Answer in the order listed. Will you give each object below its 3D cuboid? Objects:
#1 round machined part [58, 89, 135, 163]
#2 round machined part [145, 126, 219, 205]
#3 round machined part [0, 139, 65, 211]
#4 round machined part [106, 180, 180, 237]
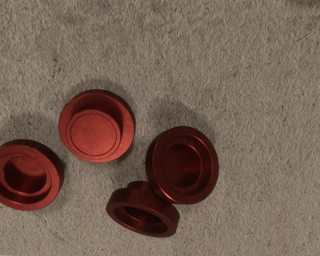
[{"bbox_3d":[-0.082,0.002,0.400,0.099,0.042,0.097,0,110,-1],"label":"round machined part"},{"bbox_3d":[0.025,0.049,0.401,0.099,0.042,0.098,7,75,-28],"label":"round machined part"},{"bbox_3d":[-0.179,0.059,0.420,0.099,0.042,0.097,0,110,-1],"label":"round machined part"},{"bbox_3d":[-0.020,0.108,0.424,0.098,0.042,0.097,13,142,11],"label":"round machined part"}]
